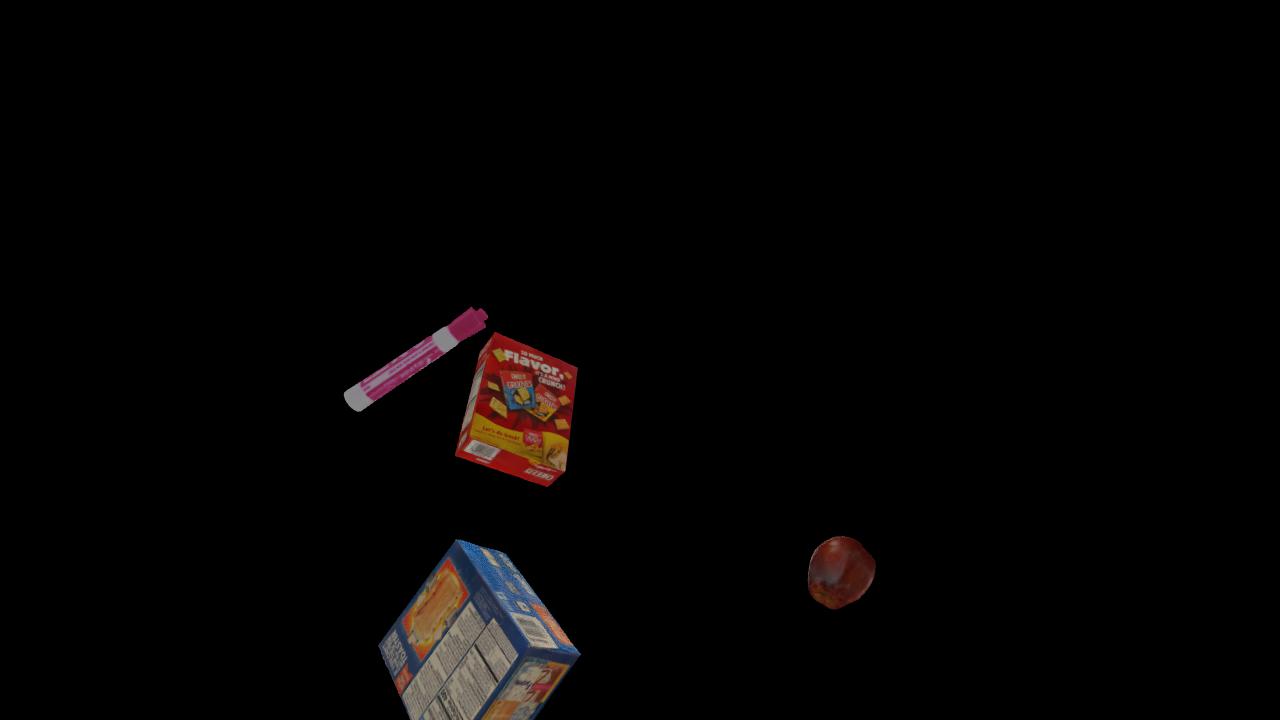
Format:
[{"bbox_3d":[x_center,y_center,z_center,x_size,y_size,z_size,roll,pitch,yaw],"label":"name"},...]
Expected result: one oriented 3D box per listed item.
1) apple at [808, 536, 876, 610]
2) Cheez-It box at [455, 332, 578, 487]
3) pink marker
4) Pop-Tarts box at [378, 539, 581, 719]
[{"bbox_3d":[0.247,0.263,0.765,0.079,0.079,0.093,0,29,42],"label":"apple"},{"bbox_3d":[-0.197,0.078,1.016,0.166,0.223,0.071,25,-47,-25],"label":"Cheez-It box"},{"bbox_3d":[-0.167,-0.002,0.464,0.121,0.020,0.020,-34,0,0],"label":"pink marker"},{"bbox_3d":[-0.167,0.294,0.624,0.167,0.141,0.083,31,-6,45],"label":"Pop-Tarts box"}]
